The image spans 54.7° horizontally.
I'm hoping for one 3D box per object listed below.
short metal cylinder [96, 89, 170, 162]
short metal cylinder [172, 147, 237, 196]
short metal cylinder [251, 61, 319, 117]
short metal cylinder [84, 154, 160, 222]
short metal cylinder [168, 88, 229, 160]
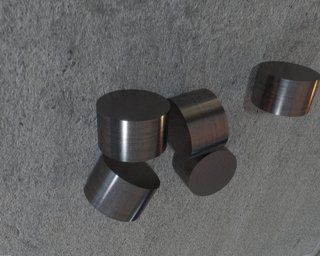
[{"bbox_3d":[-0.030,-0.005,0.351,0.081,0.080,0.050,-10,123,-23],"label":"short metal cylinder"},{"bbox_3d":[0.066,0.054,0.460,0.081,0.050,0.079,-14,124,-21],"label":"short metal cylinder"},{"bbox_3d":[0.173,-0.056,0.430,0.081,0.080,0.050,-10,123,-24],"label":"short metal cylinder"},{"bbox_3d":[-0.047,0.071,0.389,0.080,0.080,0.050,21,107,-36],"label":"short metal cylinder"},{"bbox_3d":[0.042,-0.005,0.391,0.050,0.080,0.079,-19,126,-18],"label":"short metal cylinder"}]
